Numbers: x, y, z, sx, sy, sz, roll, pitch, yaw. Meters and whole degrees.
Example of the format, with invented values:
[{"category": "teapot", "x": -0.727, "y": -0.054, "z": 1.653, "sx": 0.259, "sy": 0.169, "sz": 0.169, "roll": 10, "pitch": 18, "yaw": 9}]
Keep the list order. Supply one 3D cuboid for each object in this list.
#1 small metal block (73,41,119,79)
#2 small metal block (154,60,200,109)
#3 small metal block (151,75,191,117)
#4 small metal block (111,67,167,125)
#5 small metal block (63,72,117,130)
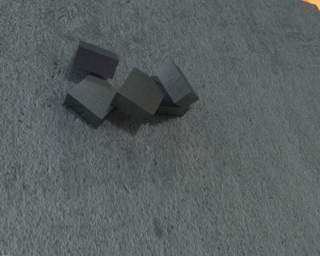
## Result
[{"category": "small metal block", "x": -0.083, "y": -0.089, "z": 0.401, "sx": 0.050, "sy": 0.025, "sz": 0.050, "roll": 17, "pitch": 18, "yaw": -19}, {"category": "small metal block", "x": 0.023, "y": -0.056, "z": 0.405, "sx": 0.050, "sy": 0.025, "sz": 0.050, "roll": 59, "pitch": 13, "yaw": 14}, {"category": "small metal block", "x": 0.010, "y": -0.044, "z": 0.440, "sx": 0.050, "sy": 0.025, "sz": 0.050, "roll": 2, "pitch": 61, "yaw": -28}, {"category": "small metal block", "x": -0.025, "y": -0.040, "z": 0.384, "sx": 0.050, "sy": 0.025, "sz": 0.050, "roll": 33, "pitch": 51, "yaw": -7}, {"category": "small metal block", "x": -0.081, "y": -0.035, "z": 0.384, "sx": 0.050, "sy": 0.025, "sz": 0.050, "roll": 39, "pitch": 51, "yaw": -3}]
